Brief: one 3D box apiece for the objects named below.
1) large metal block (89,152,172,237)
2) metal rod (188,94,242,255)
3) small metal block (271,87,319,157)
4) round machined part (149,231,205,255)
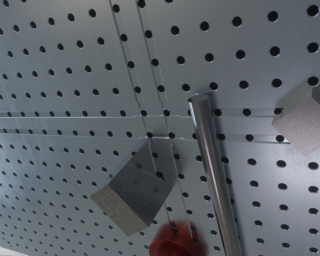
[{"bbox_3d":[-0.041,0.096,0.456,0.080,0.080,0.050,48,129,-6],"label":"large metal block"},{"bbox_3d":[0.083,0.096,0.426,0.025,0.025,0.298,-2,118,29],"label":"metal rod"},{"bbox_3d":[0.156,-0.006,0.326,0.050,0.025,0.050,44,129,-2],"label":"small metal block"},{"bbox_3d":[0.024,0.227,0.528,0.098,0.042,0.097,13,124,21],"label":"round machined part"}]
